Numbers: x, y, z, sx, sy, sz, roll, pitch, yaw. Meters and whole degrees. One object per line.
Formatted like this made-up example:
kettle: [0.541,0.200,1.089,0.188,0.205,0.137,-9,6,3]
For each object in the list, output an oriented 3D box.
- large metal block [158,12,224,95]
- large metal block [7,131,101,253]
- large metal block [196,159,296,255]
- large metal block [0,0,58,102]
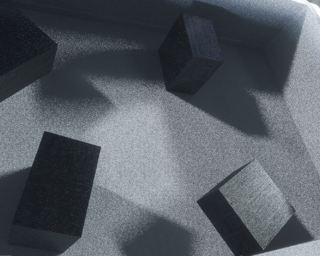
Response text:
large metal block: [0.042,-0.108,0.458,0.050,0.080,0.080,5,60,-26]
large metal block: [-0.096,0.061,0.281,0.050,0.080,0.080,18,55,-18]
large metal block: [0.108,0.098,0.387,0.081,0.050,0.080,-28,77,-37]
large metal block: [-0.178,-0.087,0.347,0.080,0.050,0.080,42,51,0]
